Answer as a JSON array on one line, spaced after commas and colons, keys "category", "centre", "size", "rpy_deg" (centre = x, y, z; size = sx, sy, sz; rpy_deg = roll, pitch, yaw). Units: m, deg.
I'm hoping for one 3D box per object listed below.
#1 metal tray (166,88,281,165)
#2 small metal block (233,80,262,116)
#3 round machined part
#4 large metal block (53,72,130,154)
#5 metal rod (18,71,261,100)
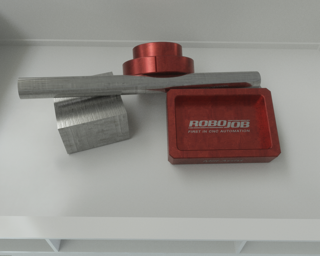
[{"category": "metal tray", "centre": [0.074, -0.003, 0.385], "size": [0.131, 0.030, 0.090], "rpy_deg": [-1, 69, -2]}, {"category": "small metal block", "centre": [0.118, -0.045, 0.442], "size": [0.050, 0.025, 0.050], "rpy_deg": [-9, 51, -8]}, {"category": "round machined part", "centre": [-0.003, -0.090, 0.429], "size": [0.099, 0.098, 0.042], "rpy_deg": [-3, 91, -3]}, {"category": "large metal block", "centre": [-0.090, -0.022, 0.403], "size": [0.081, 0.050, 0.080], "rpy_deg": [-14, 52, -12]}, {"category": "metal rod", "centre": [-0.014, -0.056, 0.391], "size": [0.302, 0.025, 0.025], "rpy_deg": [-4, 50, -13]}]
